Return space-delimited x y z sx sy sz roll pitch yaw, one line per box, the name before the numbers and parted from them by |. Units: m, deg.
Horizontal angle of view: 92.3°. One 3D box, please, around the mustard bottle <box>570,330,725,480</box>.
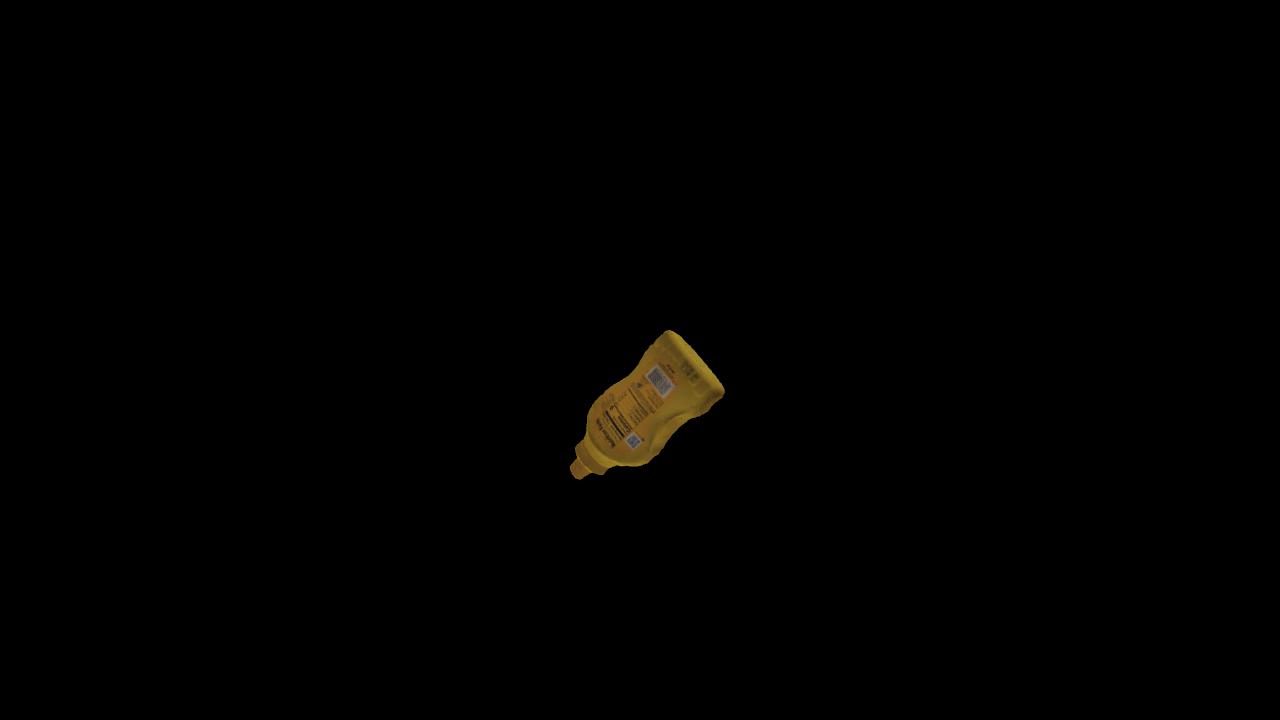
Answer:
mustard bottle | -0.006 0.061 0.642 0.184 0.092 0.054 -44 -23 12
